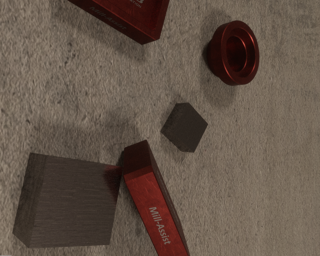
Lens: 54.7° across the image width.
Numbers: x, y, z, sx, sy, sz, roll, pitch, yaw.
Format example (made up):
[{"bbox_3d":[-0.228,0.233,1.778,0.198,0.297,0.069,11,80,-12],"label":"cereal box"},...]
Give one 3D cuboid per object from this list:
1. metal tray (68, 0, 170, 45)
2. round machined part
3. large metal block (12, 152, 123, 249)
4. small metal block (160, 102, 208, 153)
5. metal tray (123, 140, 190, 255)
[{"bbox_3d":[-0.048,-0.168,0.362,0.131,0.030,0.090,22,76,-38],"label":"metal tray"},{"bbox_3d":[0.112,-0.116,0.490,0.099,0.042,0.097,0,90,-40],"label":"round machined part"},{"bbox_3d":[-0.091,0.072,0.313,0.081,0.050,0.080,15,80,-39],"label":"large metal block"},{"bbox_3d":[0.035,0.000,0.437,0.050,0.025,0.050,44,63,-32],"label":"small metal block"},{"bbox_3d":[-0.004,0.088,0.361,0.030,0.090,0.129,-21,107,0],"label":"metal tray"}]
